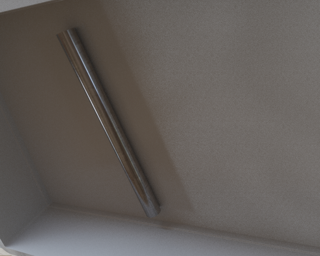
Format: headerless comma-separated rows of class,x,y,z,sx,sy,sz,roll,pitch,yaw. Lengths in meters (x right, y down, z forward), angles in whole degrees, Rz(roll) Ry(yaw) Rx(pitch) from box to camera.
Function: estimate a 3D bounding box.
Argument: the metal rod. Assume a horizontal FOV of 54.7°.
metal rod,-0.065,0.006,0.444,0.025,0.025,0.299,-10,114,32
